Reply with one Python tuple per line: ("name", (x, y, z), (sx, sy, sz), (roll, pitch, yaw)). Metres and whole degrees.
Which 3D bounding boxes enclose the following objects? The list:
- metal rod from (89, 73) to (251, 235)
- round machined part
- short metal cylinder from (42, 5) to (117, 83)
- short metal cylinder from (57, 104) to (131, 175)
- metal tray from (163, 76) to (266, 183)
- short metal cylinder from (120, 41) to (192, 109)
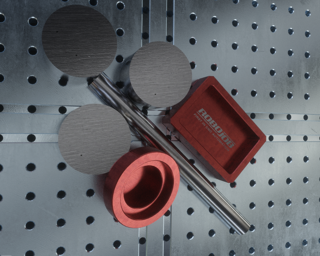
("metal rod", (0.022, 0.043, 0.421), (0.300, 0.025, 0.025), (46, 76, -14))
("round machined part", (-0.026, 0.069, 0.383), (0.099, 0.042, 0.097), (-14, 113, -35))
("short metal cylinder", (-0.095, -0.096, 0.364), (0.081, 0.050, 0.080), (0, 90, -20))
("short metal cylinder", (-0.080, 0.012, 0.369), (0.081, 0.050, 0.080), (0, 90, -20))
("metal tray", (0.079, 0.003, 0.438), (0.130, 0.030, 0.090), (45, 77, -15))
("short metal cylinder", (-0.006, -0.065, 0.396), (0.081, 0.050, 0.080), (0, 90, -20))
